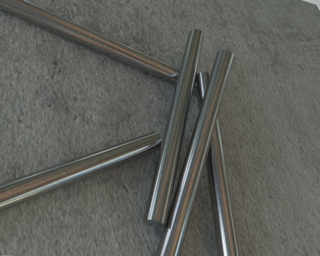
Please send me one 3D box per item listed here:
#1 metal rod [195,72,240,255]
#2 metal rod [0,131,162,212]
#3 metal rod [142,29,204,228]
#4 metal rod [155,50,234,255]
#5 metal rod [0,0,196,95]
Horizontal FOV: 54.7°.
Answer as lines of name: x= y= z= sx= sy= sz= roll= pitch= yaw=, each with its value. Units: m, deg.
metal rod: x=0.073 y=0.061 z=0.391 sx=0.025 sy=0.025 sz=0.299 roll=8 pitch=63 yaw=-25
metal rod: x=-0.121 y=0.056 z=0.304 sx=0.302 sy=0.025 sz=0.025 roll=-19 pitch=72 yaw=-35
metal rod: x=0.025 y=-0.022 z=0.405 sx=0.025 sy=0.025 sz=0.300 roll=24 pitch=57 yaw=-14
metal rod: x=0.047 y=0.025 z=0.377 sx=0.025 sy=0.025 sz=0.300 roll=26 pitch=64 yaw=-13
metal rod: x=-0.068 y=-0.112 z=0.436 sx=0.302 sy=0.025 sz=0.025 roll=21 pitch=54 yaw=-16
